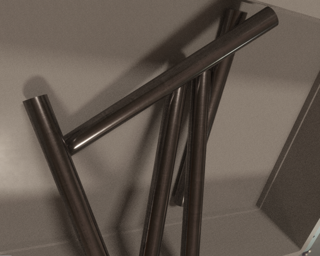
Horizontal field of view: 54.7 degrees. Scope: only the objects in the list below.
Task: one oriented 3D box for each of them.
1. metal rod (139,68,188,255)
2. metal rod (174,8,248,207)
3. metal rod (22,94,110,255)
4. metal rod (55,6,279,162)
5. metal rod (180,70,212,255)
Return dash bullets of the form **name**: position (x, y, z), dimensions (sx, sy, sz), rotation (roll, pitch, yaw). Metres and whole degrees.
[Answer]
- **metal rod**: position (0.000, 0.076, 0.380), dimensions (0.025, 0.025, 0.298), rotation (10, 89, -33)
- **metal rod**: position (0.064, -0.011, 0.438), dimensions (0.025, 0.025, 0.298), rotation (-2, 120, -28)
- **metal rod**: position (-0.084, 0.108, 0.346), dimensions (0.025, 0.025, 0.298), rotation (-21, 100, -16)
- **metal rod**: position (0.000, -0.047, 0.357), dimensions (0.301, 0.025, 0.025), rotation (-32, 130, 2)
- **metal rod**: position (0.045, 0.075, 0.404), dimensions (0.025, 0.025, 0.298), rotation (2, 93, -30)
